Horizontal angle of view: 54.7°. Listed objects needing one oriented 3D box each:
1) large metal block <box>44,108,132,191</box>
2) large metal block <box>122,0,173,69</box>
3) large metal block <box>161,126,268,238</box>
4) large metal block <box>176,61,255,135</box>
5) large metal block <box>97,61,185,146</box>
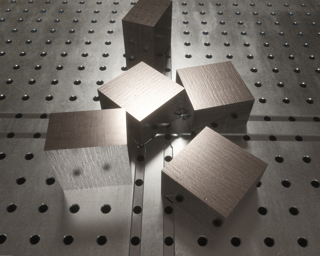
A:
[{"bbox_3d":[-0.075,0.026,0.350,0.081,0.080,0.050,-4,50,-4],"label":"large metal block"},{"bbox_3d":[-0.018,-0.154,0.502,0.050,0.080,0.080,17,52,13],"label":"large metal block"},{"bbox_3d":[0.058,0.057,0.344,0.080,0.050,0.080,34,58,25],"label":"large metal block"},{"bbox_3d":[0.071,-0.043,0.428,0.081,0.050,0.080,-11,51,-10],"label":"large metal block"},{"bbox_3d":[-0.025,-0.035,0.421,0.080,0.050,0.080,37,59,26],"label":"large metal block"}]
